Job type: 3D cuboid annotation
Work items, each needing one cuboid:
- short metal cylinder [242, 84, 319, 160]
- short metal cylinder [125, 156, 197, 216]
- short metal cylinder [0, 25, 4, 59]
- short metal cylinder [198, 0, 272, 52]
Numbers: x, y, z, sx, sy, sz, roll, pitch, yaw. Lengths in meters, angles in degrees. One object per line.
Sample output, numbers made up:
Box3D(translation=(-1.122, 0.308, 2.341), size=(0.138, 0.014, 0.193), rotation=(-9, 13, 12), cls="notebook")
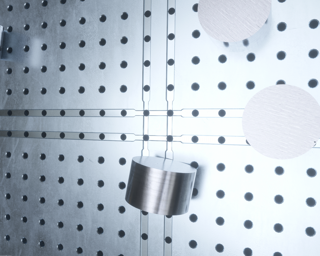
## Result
Box3D(translation=(0.137, -0.007, 0.351), size=(0.080, 0.050, 0.079), rotation=(0, 90, 20), cls="short metal cylinder")
Box3D(translation=(0.001, 0.069, 0.383), size=(0.080, 0.080, 0.050), rotation=(12, 94, 19), cls="short metal cylinder")
Box3D(translation=(-0.292, -0.141, 0.487), size=(0.080, 0.080, 0.050), rotation=(9, 93, 20), cls="short metal cylinder")
Box3D(translation=(0.090, -0.135, 0.367), size=(0.080, 0.050, 0.079), rotation=(0, 90, 20), cls="short metal cylinder")
